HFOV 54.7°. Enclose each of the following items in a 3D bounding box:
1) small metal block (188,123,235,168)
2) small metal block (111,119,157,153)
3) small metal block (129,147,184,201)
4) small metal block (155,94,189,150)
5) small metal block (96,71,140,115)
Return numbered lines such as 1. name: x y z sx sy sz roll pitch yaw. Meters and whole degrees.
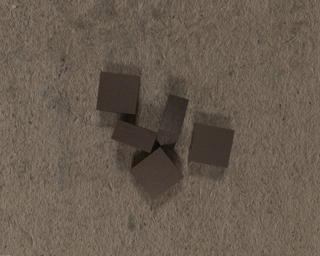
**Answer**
1. small metal block: 0.067 0.022 0.411 0.050 0.025 0.050 11 90 -1
2. small metal block: -0.031 0.010 0.397 0.050 0.050 0.025 20 90 0
3. small metal block: -0.004 0.059 0.410 0.050 0.025 0.050 -38 91 0
4. small metal block: 0.014 -0.006 0.389 0.025 0.050 0.050 17 64 -1
5. small metal block: -0.054 -0.045 0.409 0.050 0.025 0.050 7 90 -1
